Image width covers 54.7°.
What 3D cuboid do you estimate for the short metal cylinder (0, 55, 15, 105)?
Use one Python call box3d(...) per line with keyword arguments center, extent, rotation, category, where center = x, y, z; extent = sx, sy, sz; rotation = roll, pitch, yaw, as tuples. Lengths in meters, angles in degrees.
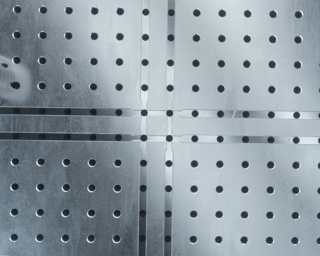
box3d(center=(-0.239, -0.065, 0.399), extent=(0.081, 0.050, 0.079), rotation=(0, 90, 0), category="short metal cylinder")
